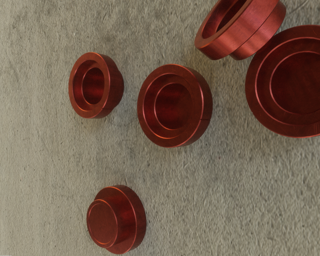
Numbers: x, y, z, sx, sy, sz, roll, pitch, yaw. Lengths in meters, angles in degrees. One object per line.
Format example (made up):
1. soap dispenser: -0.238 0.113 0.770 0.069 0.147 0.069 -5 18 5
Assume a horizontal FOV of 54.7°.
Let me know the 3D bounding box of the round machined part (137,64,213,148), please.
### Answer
1. round machined part: 0.022 -0.026 0.376 0.098 0.042 0.097 0 90 40

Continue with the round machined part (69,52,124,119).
1. round machined part: -0.093 -0.063 0.471 0.098 0.042 0.097 0 90 40

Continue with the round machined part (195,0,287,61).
1. round machined part: 0.082 -0.106 0.304 0.098 0.042 0.098 -47 20 24

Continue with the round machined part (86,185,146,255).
1. round machined part: -0.070 0.135 0.452 0.098 0.042 0.097 0 90 40

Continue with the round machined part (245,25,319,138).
1. round machined part: 0.133 -0.040 0.284 0.098 0.042 0.097 0 90 40
